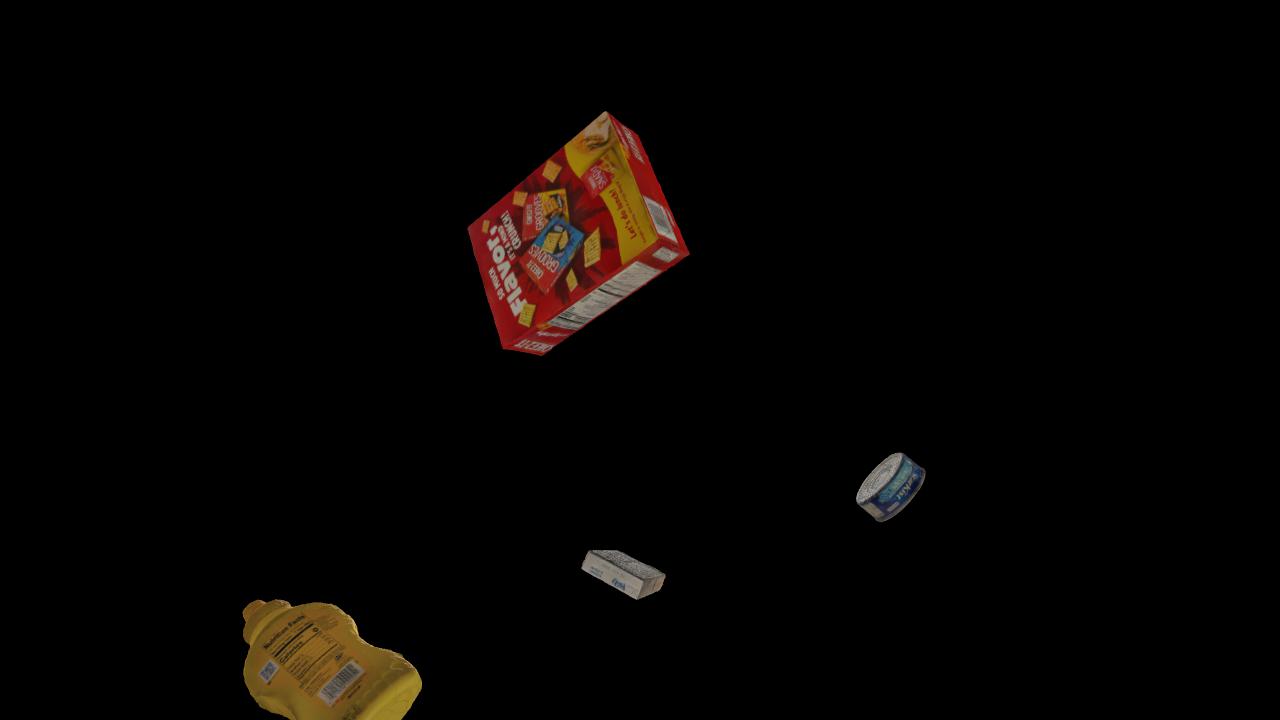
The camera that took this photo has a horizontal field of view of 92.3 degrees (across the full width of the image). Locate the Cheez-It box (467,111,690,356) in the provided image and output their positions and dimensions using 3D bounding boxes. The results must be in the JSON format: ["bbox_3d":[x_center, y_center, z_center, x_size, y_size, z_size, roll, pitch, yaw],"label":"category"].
[{"bbox_3d":[-0.075,-0.127,0.663,0.223,0.166,0.071,-31,-23,26],"label":"Cheez-It box"}]

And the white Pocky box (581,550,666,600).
[{"bbox_3d":[-0.019,0.285,0.827,0.084,0.028,0.154,22,-11,17],"label":"white Pocky box"}]

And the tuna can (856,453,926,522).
[{"bbox_3d":[0.301,0.152,0.741,0.034,0.084,0.084,41,7,8],"label":"tuna can"}]

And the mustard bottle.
[{"bbox_3d":[-0.284,0.261,0.532,0.184,0.054,0.092,22,47,25],"label":"mustard bottle"}]
